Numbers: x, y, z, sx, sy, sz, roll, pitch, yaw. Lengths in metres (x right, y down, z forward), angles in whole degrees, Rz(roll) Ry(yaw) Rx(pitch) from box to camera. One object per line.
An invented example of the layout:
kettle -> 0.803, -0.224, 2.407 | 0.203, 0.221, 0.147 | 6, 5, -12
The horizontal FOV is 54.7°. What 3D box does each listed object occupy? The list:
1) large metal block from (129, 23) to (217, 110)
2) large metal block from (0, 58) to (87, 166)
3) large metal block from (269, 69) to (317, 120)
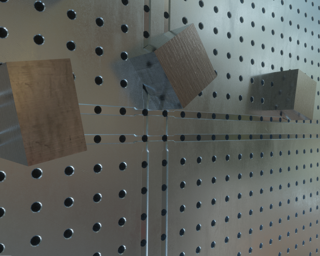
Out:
large metal block -> 0.020, -0.080, 0.411 | 0.080, 0.050, 0.080 | -44, 117, -31
large metal block -> -0.114, -0.015, 0.279 | 0.050, 0.080, 0.079 | -15, 100, -39
large metal block -> 0.268, -0.064, 0.621 | 0.081, 0.050, 0.080 | 17, 79, -39
